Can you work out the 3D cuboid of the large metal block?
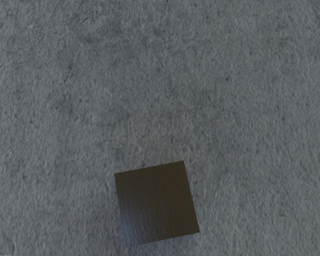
[{"bbox_3d":[-0.005,0.089,0.362,0.081,0.050,0.080,-10,70,-4],"label":"large metal block"}]
